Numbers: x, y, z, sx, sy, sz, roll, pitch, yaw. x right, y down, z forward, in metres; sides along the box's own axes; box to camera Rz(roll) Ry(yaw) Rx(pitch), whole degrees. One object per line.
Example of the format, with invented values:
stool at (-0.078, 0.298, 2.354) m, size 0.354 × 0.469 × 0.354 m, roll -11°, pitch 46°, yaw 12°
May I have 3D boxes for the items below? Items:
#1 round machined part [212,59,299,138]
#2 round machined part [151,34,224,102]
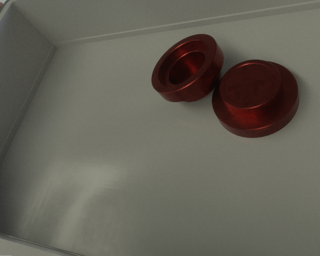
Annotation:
round machined part at (0.108, -0.041, 0.363) m, size 0.098 × 0.042 × 0.098 m, roll -13°, pitch 56°, yaw 21°
round machined part at (0.040, -0.073, 0.410) m, size 0.098 × 0.042 × 0.098 m, roll -25°, pitch 43°, yaw 26°
